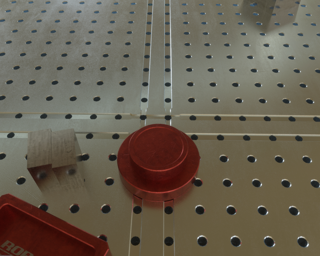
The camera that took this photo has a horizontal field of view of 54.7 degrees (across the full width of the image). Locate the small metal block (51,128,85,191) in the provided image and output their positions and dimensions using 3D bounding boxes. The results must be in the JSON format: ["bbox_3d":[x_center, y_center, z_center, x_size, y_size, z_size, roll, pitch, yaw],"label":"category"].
[{"bbox_3d":[-0.106,0.037,0.359,0.025,0.050,0.050,-11,51,-9],"label":"small metal block"}]

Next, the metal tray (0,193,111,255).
[{"bbox_3d":[-0.124,0.128,0.294,0.130,0.030,0.090,20,53,15],"label":"metal tray"}]

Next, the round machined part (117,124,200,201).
[{"bbox_3d":[-0.002,0.033,0.369,0.099,0.042,0.098,1,50,0],"label":"round machined part"}]

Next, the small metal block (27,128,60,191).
[{"bbox_3d":[-0.132,0.037,0.359,0.025,0.050,0.050,-11,51,-9],"label":"small metal block"}]

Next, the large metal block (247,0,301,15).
[{"bbox_3d":[0.234,-0.282,0.631,0.081,0.050,0.080,-26,55,-21],"label":"large metal block"}]
